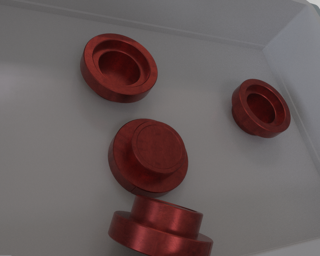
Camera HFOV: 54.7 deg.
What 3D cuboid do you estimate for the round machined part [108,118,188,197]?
[{"bbox_3d":[-0.009,0.030,0.371,0.099,0.042,0.098,14,56,-21],"label":"round machined part"}]

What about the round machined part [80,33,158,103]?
[{"bbox_3d":[-0.056,-0.074,0.409,0.099,0.042,0.098,14,56,-21],"label":"round machined part"}]

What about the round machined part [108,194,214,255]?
[{"bbox_3d":[0.004,0.094,0.299,0.099,0.098,0.042,20,79,-17],"label":"round machined part"}]

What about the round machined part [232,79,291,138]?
[{"bbox_3d":[0.155,-0.027,0.494,0.099,0.042,0.098,14,56,-21],"label":"round machined part"}]
